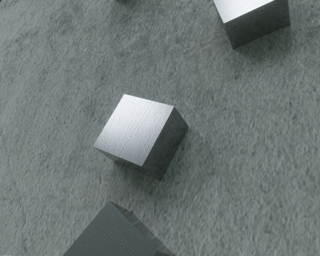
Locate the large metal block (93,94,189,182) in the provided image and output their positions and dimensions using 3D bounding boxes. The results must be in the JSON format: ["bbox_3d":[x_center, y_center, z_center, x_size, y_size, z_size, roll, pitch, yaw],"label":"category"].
[{"bbox_3d":[-0.023,0.010,0.392,0.080,0.050,0.080,17,70,34],"label":"large metal block"}]

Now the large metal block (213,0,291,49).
[{"bbox_3d":[0.121,-0.168,0.427,0.080,0.050,0.080,-22,54,15],"label":"large metal block"}]

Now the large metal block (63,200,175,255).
[{"bbox_3d":[-0.044,0.138,0.325,0.080,0.050,0.080,34,80,38],"label":"large metal block"}]
